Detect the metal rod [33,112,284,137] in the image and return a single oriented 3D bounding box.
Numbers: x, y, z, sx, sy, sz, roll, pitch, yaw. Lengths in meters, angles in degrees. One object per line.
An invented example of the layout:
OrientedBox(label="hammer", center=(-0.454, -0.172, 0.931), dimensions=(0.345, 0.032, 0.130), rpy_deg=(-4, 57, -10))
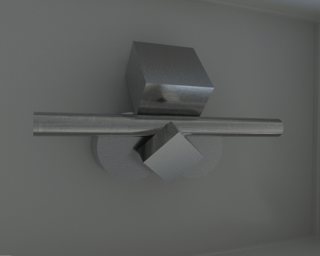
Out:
OrientedBox(label="metal rod", center=(0.015, -0.002, 0.363), dimensions=(0.303, 0.025, 0.025), rpy_deg=(1, 90, -21))

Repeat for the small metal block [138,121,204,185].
OrientedBox(label="small metal block", center=(0.012, 0.029, 0.350), dimensions=(0.050, 0.025, 0.050), rpy_deg=(-41, 124, 6))

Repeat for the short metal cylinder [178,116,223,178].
OrientedBox(label="short metal cylinder", center=(0.035, 0.023, 0.410), dimensions=(0.081, 0.050, 0.079), rpy_deg=(0, 90, -21))

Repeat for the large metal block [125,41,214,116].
OrientedBox(label="large metal block", center=(0.008, -0.058, 0.378), dimensions=(0.081, 0.050, 0.080), rpy_deg=(1, 47, -20))

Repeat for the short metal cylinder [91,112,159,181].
OrientedBox(label="short metal cylinder", center=(-0.041, 0.021, 0.382), dimensions=(0.081, 0.050, 0.079), rpy_deg=(0, 90, -21))
